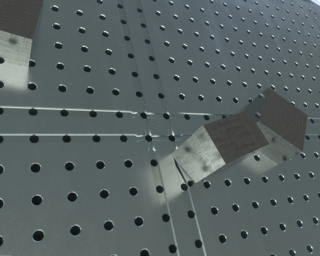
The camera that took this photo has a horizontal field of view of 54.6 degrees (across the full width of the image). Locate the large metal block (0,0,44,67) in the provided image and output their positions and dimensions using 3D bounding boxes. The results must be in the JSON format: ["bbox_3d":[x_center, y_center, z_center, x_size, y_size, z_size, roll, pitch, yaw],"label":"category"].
[{"bbox_3d":[-0.189,-0.129,0.369,0.081,0.050,0.080,13,57,-21],"label":"large metal block"}]

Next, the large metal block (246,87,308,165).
[{"bbox_3d":[0.179,-0.003,0.490,0.080,0.050,0.080,34,51,-6],"label":"large metal block"}]

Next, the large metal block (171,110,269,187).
[{"bbox_3d":[0.075,0.027,0.396,0.081,0.080,0.050,-17,71,-35],"label":"large metal block"}]
